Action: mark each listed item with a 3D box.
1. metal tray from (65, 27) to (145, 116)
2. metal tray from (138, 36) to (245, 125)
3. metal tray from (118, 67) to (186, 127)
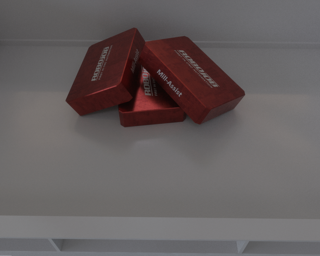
[{"bbox_3d":[-0.074,-0.083,0.446,0.090,0.030,0.130,-14,45,25],"label":"metal tray"},{"bbox_3d":[0.043,-0.071,0.426,0.091,0.030,0.130,-23,64,-42],"label":"metal tray"},{"bbox_3d":[-0.016,-0.063,0.455,0.091,0.030,0.130,-5,50,-5],"label":"metal tray"}]
